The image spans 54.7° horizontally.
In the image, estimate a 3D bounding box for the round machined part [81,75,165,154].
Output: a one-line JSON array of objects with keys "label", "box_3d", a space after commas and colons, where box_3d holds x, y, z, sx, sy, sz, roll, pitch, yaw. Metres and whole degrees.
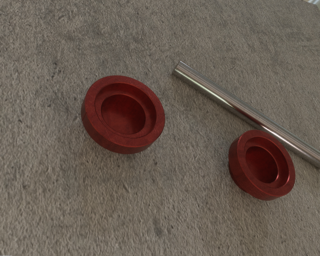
[{"label": "round machined part", "box_3d": [-0.047, -0.012, 0.376, 0.099, 0.042, 0.098, 14, 56, -21]}]

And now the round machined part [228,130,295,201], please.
[{"label": "round machined part", "box_3d": [0.137, 0.055, 0.436, 0.099, 0.042, 0.098, 14, 56, -21]}]

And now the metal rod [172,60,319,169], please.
[{"label": "metal rod", "box_3d": [0.152, -0.017, 0.498, 0.301, 0.025, 0.025, 31, 52, -8]}]
